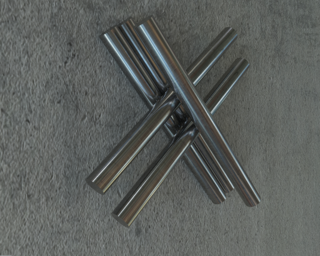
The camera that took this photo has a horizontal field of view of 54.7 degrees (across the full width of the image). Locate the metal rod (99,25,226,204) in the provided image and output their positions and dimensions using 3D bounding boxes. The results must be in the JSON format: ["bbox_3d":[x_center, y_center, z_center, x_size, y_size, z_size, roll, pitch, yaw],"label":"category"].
[{"bbox_3d":[0.016,-0.001,0.422,0.025,0.025,0.299,-50,120,-29],"label":"metal rod"}]

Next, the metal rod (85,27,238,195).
[{"bbox_3d":[0.019,-0.040,0.391,0.301,0.025,0.025,-49,120,-29],"label":"metal rod"}]

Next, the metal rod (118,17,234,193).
[{"bbox_3d":[0.032,-0.015,0.435,0.025,0.025,0.299,-50,120,-29],"label":"metal rod"}]

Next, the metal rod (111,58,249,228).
[{"bbox_3d":[0.042,0.001,0.411,0.301,0.025,0.025,-49,120,-29],"label":"metal rod"}]

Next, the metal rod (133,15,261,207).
[{"bbox_3d":[0.060,-0.003,0.393,0.025,0.025,0.299,-51,120,-28],"label":"metal rod"}]
